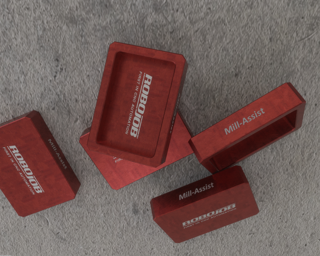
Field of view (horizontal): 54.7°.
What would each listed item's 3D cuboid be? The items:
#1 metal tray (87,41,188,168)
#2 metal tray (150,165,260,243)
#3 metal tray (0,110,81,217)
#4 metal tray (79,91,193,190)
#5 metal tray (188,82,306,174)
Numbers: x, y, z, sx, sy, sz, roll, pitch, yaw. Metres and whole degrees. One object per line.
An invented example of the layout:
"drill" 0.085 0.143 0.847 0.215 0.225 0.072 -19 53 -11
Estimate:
"metal tray" -0.026 -0.027 0.364 0.090 0.030 0.129 14 92 10
"metal tray" 0.064 0.109 0.429 0.130 0.030 0.090 -23 134 8
"metal tray" -0.180 0.051 0.424 0.090 0.030 0.129 -21 109 7
"metal tray" -0.027 0.016 0.413 0.130 0.030 0.090 -27 108 9
"metal tray" 0.107 0.007 0.377 0.130 0.090 0.030 -31 64 8
